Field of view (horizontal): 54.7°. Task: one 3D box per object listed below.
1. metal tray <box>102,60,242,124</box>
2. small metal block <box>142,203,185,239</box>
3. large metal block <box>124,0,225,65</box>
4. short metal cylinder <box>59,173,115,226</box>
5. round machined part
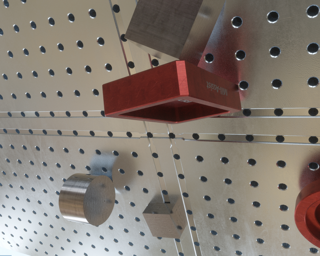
[{"bbox_3d":[0.018,-0.029,0.318,0.090,0.131,0.030,-11,81,33],"label":"metal tray"},{"bbox_3d":[0.006,0.149,0.500,0.050,0.025,0.050,-7,115,31],"label":"small metal block"},{"bbox_3d":[0.018,-0.102,0.284,0.050,0.080,0.080,25,98,13],"label":"large metal block"},{"bbox_3d":[-0.118,0.116,0.510,0.050,0.080,0.080,0,119,28],"label":"short metal cylinder"},{"bbox_3d":[0.206,0.093,0.349,0.098,0.042,0.097,13,124,21],"label":"round machined part"}]
